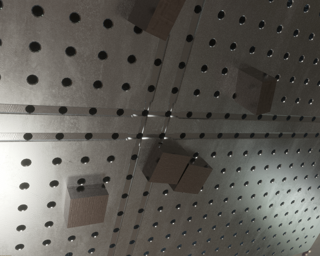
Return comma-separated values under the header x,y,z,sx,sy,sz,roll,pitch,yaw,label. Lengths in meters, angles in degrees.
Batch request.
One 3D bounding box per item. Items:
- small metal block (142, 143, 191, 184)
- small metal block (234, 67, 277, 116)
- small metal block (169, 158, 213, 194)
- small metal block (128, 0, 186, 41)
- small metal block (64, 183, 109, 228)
x,y,z,sx,sy,sz,roll,pitch,yaw,label
0.009,0.053,0.451,0.050,0.025,0.050,12,112,-34,small metal block
0.133,-0.053,0.438,0.025,0.050,0.050,-13,124,-21,small metal block
0.047,0.074,0.485,0.050,0.025,0.050,15,110,-35,small metal block
-0.004,-0.123,0.318,0.025,0.050,0.050,16,110,-35,small metal block
-0.101,0.105,0.422,0.050,0.025,0.050,-1,119,-29,small metal block
